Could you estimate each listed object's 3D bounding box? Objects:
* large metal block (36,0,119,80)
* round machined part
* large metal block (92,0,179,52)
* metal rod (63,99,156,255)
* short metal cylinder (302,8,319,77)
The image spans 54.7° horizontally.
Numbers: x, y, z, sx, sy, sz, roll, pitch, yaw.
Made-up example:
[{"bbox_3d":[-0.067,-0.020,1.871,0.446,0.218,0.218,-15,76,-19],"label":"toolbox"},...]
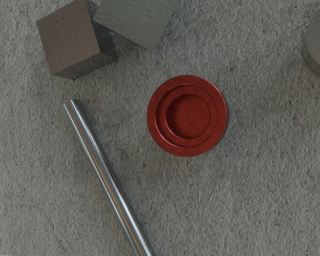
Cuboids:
[{"bbox_3d":[-0.115,-0.122,0.435,0.080,0.050,0.080,-19,84,18],"label":"large metal block"},{"bbox_3d":[0.037,-0.014,0.386,0.098,0.042,0.097,0,90,19],"label":"round machined part"},{"bbox_3d":[-0.030,-0.151,0.386,0.080,0.050,0.080,24,100,-18],"label":"large metal block"},{"bbox_3d":[-0.060,0.094,0.429,0.025,0.025,0.299,-31,80,17],"label":"metal rod"},{"bbox_3d":[0.196,-0.092,0.327,0.080,0.050,0.079,0,90,19],"label":"short metal cylinder"}]
